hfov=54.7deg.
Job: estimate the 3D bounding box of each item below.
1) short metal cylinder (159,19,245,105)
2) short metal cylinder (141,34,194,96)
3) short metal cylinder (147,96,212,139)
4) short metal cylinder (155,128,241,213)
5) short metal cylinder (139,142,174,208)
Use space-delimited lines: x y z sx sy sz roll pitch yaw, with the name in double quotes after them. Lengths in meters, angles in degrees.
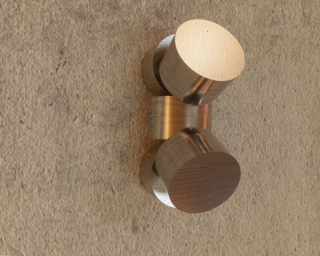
0.045 -0.072 0.344 0.081 0.050 0.080 9 62 -17 "short metal cylinder"
0.021 -0.077 0.405 0.081 0.050 0.080 0 90 -20 "short metal cylinder"
0.025 -0.011 0.391 0.081 0.080 0.050 2 90 -20 "short metal cylinder"
0.040 0.046 0.341 0.081 0.050 0.079 -8 120 -14 "short metal cylinder"
0.018 0.058 0.404 0.081 0.050 0.080 0 90 -20 "short metal cylinder"
